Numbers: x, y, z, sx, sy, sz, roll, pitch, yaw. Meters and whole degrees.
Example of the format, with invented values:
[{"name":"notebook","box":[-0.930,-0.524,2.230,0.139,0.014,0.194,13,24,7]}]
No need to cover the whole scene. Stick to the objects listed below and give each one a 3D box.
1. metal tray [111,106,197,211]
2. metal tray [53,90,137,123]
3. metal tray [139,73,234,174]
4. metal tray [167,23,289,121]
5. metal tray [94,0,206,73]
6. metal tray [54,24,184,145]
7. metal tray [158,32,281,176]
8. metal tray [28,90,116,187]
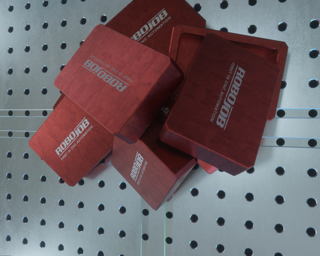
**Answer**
[{"name":"metal tray","box":[-0.015,0.041,0.369,0.030,0.129,0.090,-38,75,-27]},{"name":"metal tray","box":[-0.082,-0.049,0.439,0.090,0.030,0.130,41,102,15]},{"name":"metal tray","box":[0.033,-0.008,0.368,0.130,0.090,0.030,46,105,15]},{"name":"metal tray","box":[0.072,-0.063,0.361,0.131,0.030,0.090,10,93,-1]},{"name":"metal tray","box":[-0.017,-0.114,0.396,0.130,0.030,0.090,-42,79,0]},{"name":"metal tray","box":[-0.049,-0.052,0.334,0.130,0.030,0.090,35,87,36]},{"name":"metal tray","box":[0.065,-0.028,0.320,0.090,0.030,0.130,26,63,-3]},{"name":"metal tray","box":[-0.111,0.010,0.426,0.090,0.030,0.130,46,116,-2]}]
